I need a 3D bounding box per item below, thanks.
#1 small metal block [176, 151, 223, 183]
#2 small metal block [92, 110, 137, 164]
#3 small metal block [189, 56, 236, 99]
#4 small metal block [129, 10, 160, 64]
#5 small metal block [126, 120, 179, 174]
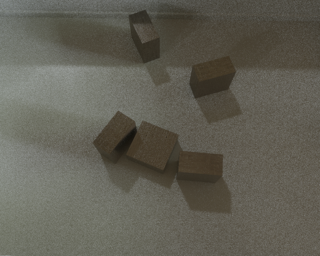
[{"bbox_3d":[0.047,0.049,0.379,0.050,0.050,0.025,5,70,2],"label":"small metal block"},{"bbox_3d":[-0.055,0.013,0.391,0.025,0.050,0.050,33,73,11],"label":"small metal block"},{"bbox_3d":[0.070,-0.068,0.422,0.050,0.050,0.025,-16,71,-6],"label":"small metal block"},{"bbox_3d":[-0.022,-0.130,0.443,0.025,0.050,0.050,-22,72,-8],"label":"small metal block"},{"bbox_3d":[-0.009,0.025,0.400,0.050,0.025,0.050,22,71,8],"label":"small metal block"}]
